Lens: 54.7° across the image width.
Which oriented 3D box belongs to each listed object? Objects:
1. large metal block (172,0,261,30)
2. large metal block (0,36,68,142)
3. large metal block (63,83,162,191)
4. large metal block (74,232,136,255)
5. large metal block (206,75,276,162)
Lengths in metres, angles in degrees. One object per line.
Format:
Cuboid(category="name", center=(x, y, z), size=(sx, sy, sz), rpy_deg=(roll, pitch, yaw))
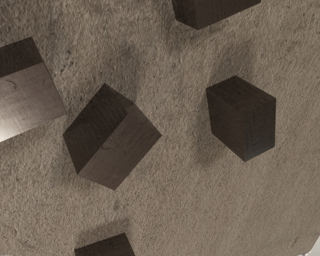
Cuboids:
Cuboid(category="large metal block", center=(0.054, -0.160, 0.323), size=(0.080, 0.050, 0.080), rpy_deg=(-27, 128, -12))
Cuboid(category="large metal block", center=(-0.138, -0.034, 0.275), size=(0.081, 0.080, 0.050), rpy_deg=(-25, 128, -13))
Cuboid(category="large metal block", center=(-0.056, 0.008, 0.346), size=(0.080, 0.080, 0.050), rpy_deg=(-50, 129, 7))
Cuboid(category="large metal block", center=(-0.083, 0.222, 0.484), size=(0.081, 0.050, 0.079), rpy_deg=(-12, 124, -22))
Cuboid(category="large metal block", center=(0.110, -0.014, 0.425), size=(0.050, 0.080, 0.080), rpy_deg=(-25, 128, -14))
